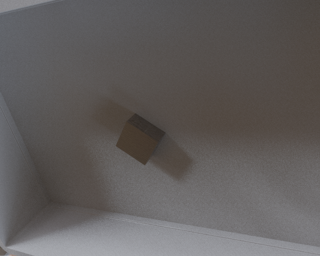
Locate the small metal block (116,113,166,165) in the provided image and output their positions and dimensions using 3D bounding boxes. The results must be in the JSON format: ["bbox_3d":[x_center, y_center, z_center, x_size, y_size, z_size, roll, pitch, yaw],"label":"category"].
[{"bbox_3d":[-0.028,0.016,0.432,0.050,0.025,0.050,33,129,6],"label":"small metal block"}]
